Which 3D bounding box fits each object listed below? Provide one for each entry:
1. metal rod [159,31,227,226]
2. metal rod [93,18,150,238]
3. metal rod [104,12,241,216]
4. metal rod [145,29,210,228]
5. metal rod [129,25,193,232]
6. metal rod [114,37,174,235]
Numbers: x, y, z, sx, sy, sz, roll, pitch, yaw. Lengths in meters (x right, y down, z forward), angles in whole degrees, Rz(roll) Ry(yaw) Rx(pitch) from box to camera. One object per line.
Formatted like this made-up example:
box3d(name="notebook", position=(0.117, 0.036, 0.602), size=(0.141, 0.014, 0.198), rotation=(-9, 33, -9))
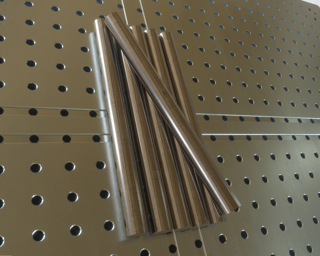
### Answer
box3d(name="metal rod", position=(0.039, -0.016, 0.439), size=(0.025, 0.025, 0.299), rotation=(1, 61, -28))
box3d(name="metal rod", position=(-0.054, -0.019, 0.389), size=(0.025, 0.025, 0.299), rotation=(1, 61, -28))
box3d(name="metal rod", position=(0.009, -0.028, 0.397), size=(0.025, 0.025, 0.299), rotation=(-21, 73, -36))
box3d(name="metal rod", position=(0.016, -0.016, 0.427), size=(0.025, 0.025, 0.299), rotation=(1, 61, -28))
box3d(name="metal rod", position=(-0.006, -0.017, 0.414), size=(0.025, 0.025, 0.299), rotation=(1, 61, -28))
box3d(name="metal rod", position=(-0.028, -0.018, 0.402), size=(0.025, 0.025, 0.299), rotation=(1, 61, -28))
